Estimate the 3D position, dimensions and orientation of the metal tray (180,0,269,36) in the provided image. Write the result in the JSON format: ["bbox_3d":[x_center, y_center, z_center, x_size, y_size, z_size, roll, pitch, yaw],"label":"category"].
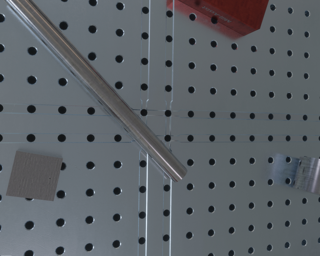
[{"bbox_3d":[0.095,-0.203,0.445,0.131,0.030,0.090,21,83,-19],"label":"metal tray"}]

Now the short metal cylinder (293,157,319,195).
[{"bbox_3d":[0.252,0.079,0.477,0.081,0.080,0.050,18,84,-19],"label":"short metal cylinder"}]

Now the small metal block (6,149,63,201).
[{"bbox_3d":[-0.144,0.054,0.360,0.050,0.025,0.050,13,86,-20],"label":"small metal block"}]

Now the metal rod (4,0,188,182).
[{"bbox_3d":[-0.070,-0.043,0.387,0.025,0.025,0.300,-46,104,-14],"label":"metal rod"}]
